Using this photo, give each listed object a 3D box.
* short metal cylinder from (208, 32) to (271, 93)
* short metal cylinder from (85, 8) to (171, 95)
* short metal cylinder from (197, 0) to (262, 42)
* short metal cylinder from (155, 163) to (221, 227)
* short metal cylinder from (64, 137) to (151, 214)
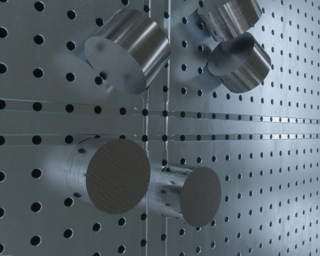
[{"bbox_3d":[0.122,-0.101,0.478,0.050,0.080,0.080,35,69,-35],"label":"short metal cylinder"},{"bbox_3d":[-0.035,-0.083,0.345,0.080,0.080,0.050,50,60,-29],"label":"short metal cylinder"},{"bbox_3d":[0.103,-0.174,0.462,0.050,0.080,0.080,50,60,-29],"label":"short metal cylinder"},{"bbox_3d":[0.040,0.091,0.429,0.081,0.050,0.079,0,90,-40],"label":"short metal cylinder"},{"bbox_3d":[-0.058,0.051,0.346,0.081,0.050,0.079,0,90,-40],"label":"short metal cylinder"}]
